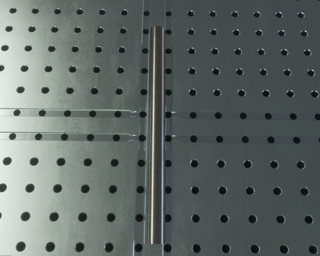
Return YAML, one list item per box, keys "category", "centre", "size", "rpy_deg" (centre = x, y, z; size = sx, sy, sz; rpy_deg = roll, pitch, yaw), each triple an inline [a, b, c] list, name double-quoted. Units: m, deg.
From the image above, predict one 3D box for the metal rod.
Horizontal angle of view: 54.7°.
- category: "metal rod"
  centre: [-0.005, -0.005, 0.413]
  size: [0.025, 0.025, 0.299]
  rpy_deg: [0, 70, 0]
